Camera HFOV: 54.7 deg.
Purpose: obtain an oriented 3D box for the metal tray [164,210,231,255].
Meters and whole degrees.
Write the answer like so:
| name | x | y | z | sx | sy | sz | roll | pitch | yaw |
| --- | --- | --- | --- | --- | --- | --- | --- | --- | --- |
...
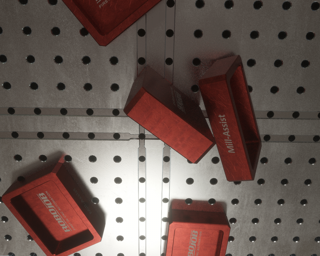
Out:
| name | x | y | z | sx | sy | sz | roll | pitch | yaw |
| --- | --- | --- | --- | --- | --- | --- | --- | --- | --- |
| metal tray | 0.053 | 0.193 | 0.482 | 0.091 | 0.030 | 0.129 | 4 | 110 | -2 |

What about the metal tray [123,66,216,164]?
| name | x | y | z | sx | sy | sz | roll | pitch | yaw |
| --- | --- | --- | --- | --- | --- | --- | --- | --- | --- |
| metal tray | 0.010 | -0.022 | 0.350 | 0.090 | 0.130 | 0.030 | 37 | 106 | -13 |

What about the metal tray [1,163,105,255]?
| name | x | y | z | sx | sy | sz | roll | pitch | yaw |
| --- | --- | --- | --- | --- | --- | --- | --- | --- | --- |
| metal tray | -0.152 | 0.125 | 0.454 | 0.090 | 0.030 | 0.130 | -26 | 109 | 8 |

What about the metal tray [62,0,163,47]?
| name | x | y | z | sx | sy | sz | roll | pitch | yaw |
| --- | --- | --- | --- | --- | --- | --- | --- | --- | --- |
| metal tray | -0.043 | -0.167 | 0.348 | 0.130 | 0.030 | 0.090 | -36 | 107 | 12 |

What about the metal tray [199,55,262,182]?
| name | x | y | z | sx | sy | sz | roll | pitch | yaw |
| --- | --- | --- | --- | --- | --- | --- | --- | --- | --- |
| metal tray | 0.089 | -0.013 | 0.373 | 0.030 | 0.090 | 0.129 | -9 | 112 | 28 |
